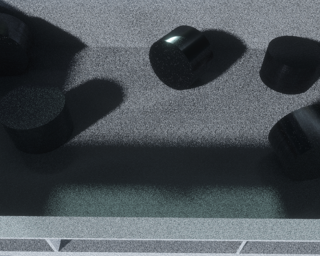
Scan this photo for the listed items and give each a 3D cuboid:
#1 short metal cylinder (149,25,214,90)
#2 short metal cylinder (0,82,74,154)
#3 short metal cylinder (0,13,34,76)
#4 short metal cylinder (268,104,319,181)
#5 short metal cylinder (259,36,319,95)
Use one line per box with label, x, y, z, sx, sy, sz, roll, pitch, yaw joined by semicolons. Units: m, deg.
short metal cylinder;0.031;-0.103;0.456;0.080;0.080;0.050;33;57;24
short metal cylinder;-0.157;-0.013;0.398;0.081;0.050;0.080;0;50;0
short metal cylinder;-0.239;-0.126;0.472;0.081;0.080;0.050;-3;50;-3
short metal cylinder;0.174;0.018;0.356;0.081;0.080;0.050;-8;51;-7
short metal cylinder;0.199;-0.097;0.473;0.081;0.050;0.080;0;50;0
